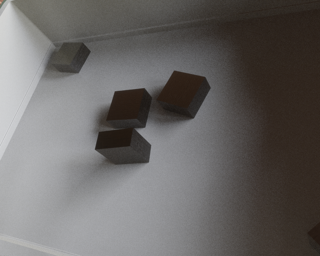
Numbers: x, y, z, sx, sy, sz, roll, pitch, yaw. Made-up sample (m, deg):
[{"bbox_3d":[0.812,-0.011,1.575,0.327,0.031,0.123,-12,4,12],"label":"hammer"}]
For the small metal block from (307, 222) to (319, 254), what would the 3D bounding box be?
[{"bbox_3d":[0.149,0.101,0.249,0.025,0.050,0.050,-41,51,0],"label":"small metal block"}]

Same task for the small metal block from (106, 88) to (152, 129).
[{"bbox_3d":[-0.043,-0.027,0.444,0.050,0.025,0.050,-2,60,26],"label":"small metal block"}]

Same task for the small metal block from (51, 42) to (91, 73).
[{"bbox_3d":[-0.163,-0.129,0.568,0.050,0.025,0.050,9,66,32],"label":"small metal block"}]

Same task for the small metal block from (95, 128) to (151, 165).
[{"bbox_3d":[-0.046,0.025,0.397,0.050,0.050,0.025,-7,59,24],"label":"small metal block"}]

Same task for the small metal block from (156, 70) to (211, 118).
[{"bbox_3d":[0.032,-0.046,0.416,0.050,0.025,0.050,19,72,35],"label":"small metal block"}]
